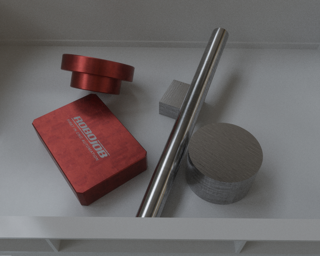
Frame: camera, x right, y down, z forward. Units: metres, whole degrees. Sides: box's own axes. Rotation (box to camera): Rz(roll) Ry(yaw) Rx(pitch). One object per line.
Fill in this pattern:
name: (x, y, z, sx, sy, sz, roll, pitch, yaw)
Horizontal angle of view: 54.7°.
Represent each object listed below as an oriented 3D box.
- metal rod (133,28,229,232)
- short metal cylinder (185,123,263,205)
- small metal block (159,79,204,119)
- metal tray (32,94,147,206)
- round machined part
metal rod: (0.037, -0.019, 0.391, 0.025, 0.025, 0.300, 17, 61, 13)
short metal cylinder: (0.071, 0.040, 0.356, 0.081, 0.050, 0.080, 0, 50, 0)
small metal block: (0.032, -0.037, 0.437, 0.050, 0.025, 0.050, 20, 53, 15)
metal tray: (-0.088, 0.020, 0.384, 0.091, 0.030, 0.130, -30, 56, -23)
round machined part: (-0.087, -0.072, 0.432, 0.099, 0.042, 0.098, 10, 7, -1)
